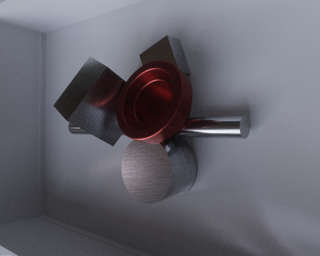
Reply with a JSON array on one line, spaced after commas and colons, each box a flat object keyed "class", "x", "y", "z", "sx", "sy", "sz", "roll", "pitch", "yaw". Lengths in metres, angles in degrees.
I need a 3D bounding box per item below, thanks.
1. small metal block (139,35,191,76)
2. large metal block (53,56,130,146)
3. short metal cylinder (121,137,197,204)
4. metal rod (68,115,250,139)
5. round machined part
[{"class": "small metal block", "x": 0.006, "y": -0.082, "z": 0.399, "sx": 0.050, "sy": 0.025, "sz": 0.050, "roll": -26, "pitch": 74, "yaw": 36}, {"class": "large metal block", "x": -0.077, "y": -0.034, "z": 0.411, "sx": 0.080, "sy": 0.080, "sz": 0.050, "roll": -54, "pitch": 44, "yaw": 0}, {"class": "short metal cylinder", "x": -0.002, "y": 0.050, "z": 0.387, "sx": 0.080, "sy": 0.050, "sz": 0.079, "roll": 0, "pitch": 90, "yaw": 39}, {"class": "metal rod", "x": -0.026, "y": -0.001, "z": 0.422, "sx": 0.300, "sy": 0.025, "sz": 0.025, "roll": 0, "pitch": 90, "yaw": 39}, {"class": "round machined part", "x": -0.002, "y": -0.027, "z": 0.369, "sx": 0.098, "sy": 0.042, "sz": 0.098, "roll": -16, "pitch": 63, "yaw": 34}]
